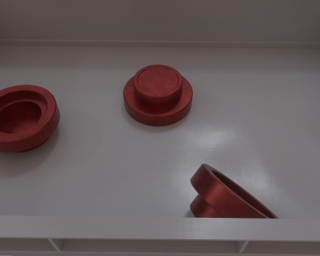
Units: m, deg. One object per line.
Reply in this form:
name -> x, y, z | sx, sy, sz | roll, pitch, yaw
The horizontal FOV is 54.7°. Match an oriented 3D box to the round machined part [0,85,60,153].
round machined part -> -0.179, -0.008, 0.399 | 0.099, 0.042, 0.098 | 0, 50, 0

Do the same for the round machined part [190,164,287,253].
round machined part -> 0.068, 0.081, 0.302 | 0.098, 0.098, 0.042 | 39, 96, 28

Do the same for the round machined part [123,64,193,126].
round machined part -> -0.003, -0.053, 0.438 | 0.099, 0.042, 0.098 | 0, 50, 0
